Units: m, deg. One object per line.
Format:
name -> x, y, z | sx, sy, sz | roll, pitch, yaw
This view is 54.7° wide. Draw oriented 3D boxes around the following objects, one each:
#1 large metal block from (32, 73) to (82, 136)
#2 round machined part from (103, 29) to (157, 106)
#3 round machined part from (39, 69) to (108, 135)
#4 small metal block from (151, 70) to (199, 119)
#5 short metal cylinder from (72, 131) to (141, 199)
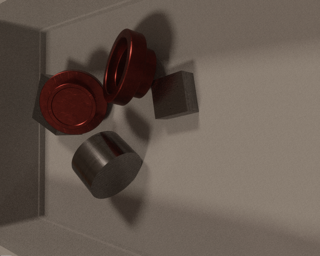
large metal block -> -0.166, -0.040, 0.525 | 0.080, 0.050, 0.079 | 27, 107, 36
round machined part -> -0.038, -0.077, 0.409 | 0.098, 0.042, 0.098 | -35, 49, 54
round machined part -> -0.128, -0.036, 0.460 | 0.042, 0.099, 0.097 | -117, 43, -71
small metal block -> 0.018, -0.040, 0.390 | 0.050, 0.025, 0.050 | -12, 82, 39
short metal cylinder -> -0.073, 0.051, 0.429 | 0.050, 0.081, 0.079 | 42, 115, 32
